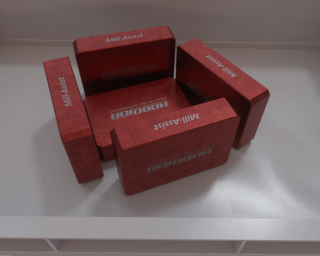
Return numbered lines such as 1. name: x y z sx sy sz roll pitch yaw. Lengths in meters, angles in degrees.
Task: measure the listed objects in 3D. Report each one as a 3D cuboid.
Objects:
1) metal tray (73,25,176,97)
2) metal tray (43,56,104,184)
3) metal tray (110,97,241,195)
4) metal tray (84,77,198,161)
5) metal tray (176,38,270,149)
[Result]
1. metal tray: -0.046 -0.088 0.433 0.131 0.089 0.030 -12 51 -11
2. metal tray: -0.103 -0.011 0.368 0.030 0.089 0.130 -17 52 -14
3. metal tray: 0.017 0.022 0.342 0.131 0.089 0.030 -16 52 -14
4. metal tray: -0.027 -0.016 0.411 0.131 0.030 0.090 -15 52 -13
5. metal tray: 0.072 -0.045 0.400 0.030 0.089 0.130 -30 56 -22
